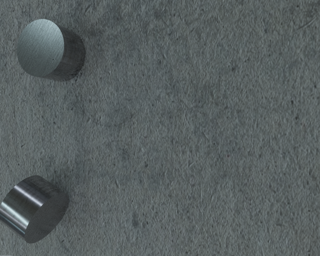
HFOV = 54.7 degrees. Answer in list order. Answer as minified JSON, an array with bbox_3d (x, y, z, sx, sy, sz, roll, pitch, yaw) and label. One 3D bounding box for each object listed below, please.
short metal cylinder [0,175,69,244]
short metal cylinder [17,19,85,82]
[{"bbox_3d":[-0.178,0.115,0.443,0.050,0.080,0.080,28,99,18],"label":"short metal cylinder"},{"bbox_3d":[-0.158,-0.111,0.451,0.080,0.050,0.080,0,90,20],"label":"short metal cylinder"}]
